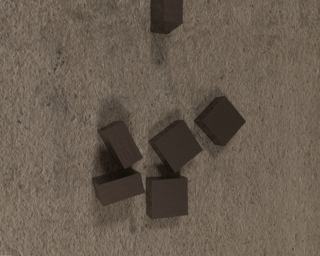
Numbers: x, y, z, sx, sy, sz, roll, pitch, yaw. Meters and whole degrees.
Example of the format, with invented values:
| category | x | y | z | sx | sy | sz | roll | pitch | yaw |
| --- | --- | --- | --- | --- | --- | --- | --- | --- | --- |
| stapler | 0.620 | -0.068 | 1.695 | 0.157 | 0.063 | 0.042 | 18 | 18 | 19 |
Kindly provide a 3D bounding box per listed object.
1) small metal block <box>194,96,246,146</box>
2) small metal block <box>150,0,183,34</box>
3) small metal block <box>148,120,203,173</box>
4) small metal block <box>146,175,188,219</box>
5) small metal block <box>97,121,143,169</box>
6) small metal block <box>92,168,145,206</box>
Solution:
| category | x | y | z | sx | sy | sz | roll | pitch | yaw |
| --- | --- | --- | --- | --- | --- | --- | --- | --- | --- |
| small metal block | 0.086 | -0.010 | 0.442 | 0.050 | 0.025 | 0.050 | -46 | 105 | -14 |
| small metal block | 0.008 | -0.154 | 0.399 | 0.025 | 0.050 | 0.050 | 1 | 90 | -20 |
| small metal block | 0.021 | 0.024 | 0.418 | 0.050 | 0.025 | 0.050 | -37 | 102 | -17 |
| small metal block | 0.009 | 0.091 | 0.414 | 0.050 | 0.025 | 0.050 | -1 | 90 | -21 |
| small metal block | -0.050 | 0.019 | 0.378 | 0.025 | 0.050 | 0.050 | -30 | 100 | -18 |
| small metal block | -0.052 | 0.070 | 0.377 | 0.050 | 0.050 | 0.025 | -14 | 95 | -20 |
